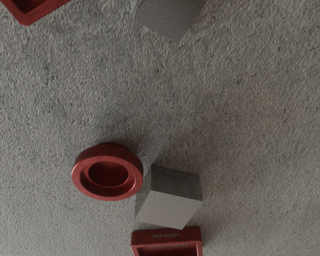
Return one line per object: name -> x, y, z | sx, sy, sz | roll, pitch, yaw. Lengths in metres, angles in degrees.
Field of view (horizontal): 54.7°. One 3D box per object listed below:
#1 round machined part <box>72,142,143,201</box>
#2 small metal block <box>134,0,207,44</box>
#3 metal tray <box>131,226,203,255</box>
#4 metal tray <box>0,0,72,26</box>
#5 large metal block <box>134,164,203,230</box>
round machined part -> -0.073, 0.059, 0.445 | 0.099, 0.042, 0.097 | -1, 130, 0
small metal block -> 0.010, -0.120, 0.305 | 0.050, 0.025, 0.050 | 24, 126, -20
metal tray -> 0.016, 0.232, 0.602 | 0.131, 0.030, 0.089 | -6, 130, 4
metal tray -> -0.123, -0.165, 0.261 | 0.090, 0.030, 0.130 | -23, 127, 17
large metal block -> 0.011, 0.109, 0.484 | 0.081, 0.050, 0.079 | 15, 128, -13
